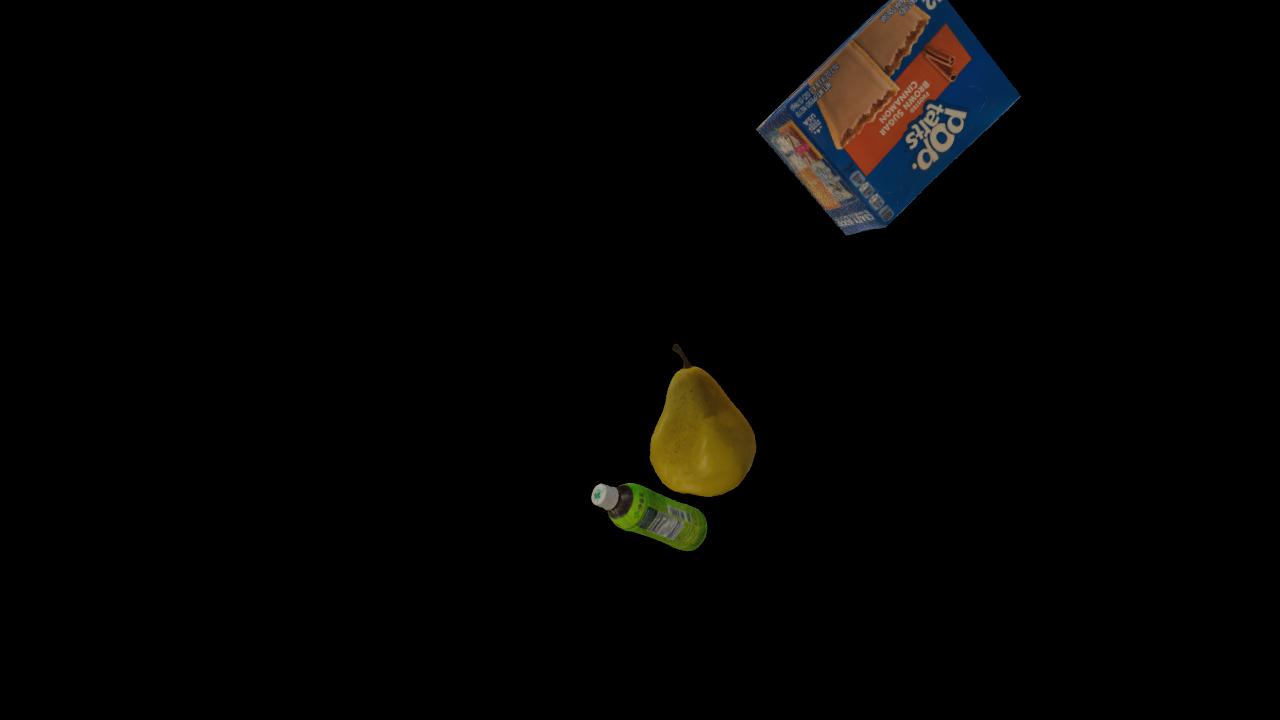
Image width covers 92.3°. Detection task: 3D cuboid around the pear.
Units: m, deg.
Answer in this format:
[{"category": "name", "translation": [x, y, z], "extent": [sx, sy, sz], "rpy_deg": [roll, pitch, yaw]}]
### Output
[{"category": "pear", "translation": [0.047, 0.043, 0.461], "extent": [0.080, 0.111, 0.080], "rpy_deg": [0, 9, 0]}]

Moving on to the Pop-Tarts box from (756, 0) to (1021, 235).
[{"category": "Pop-Tarts box", "translation": [0.222, -0.225, 0.562], "extent": [0.167, 0.141, 0.083], "rpy_deg": [-44, 10, 1]}]

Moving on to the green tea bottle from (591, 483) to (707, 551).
[{"category": "green tea bottle", "translation": [0.013, 0.226, 0.908], "extent": [0.073, 0.073, 0.212], "rpy_deg": [0, -26, 45]}]
